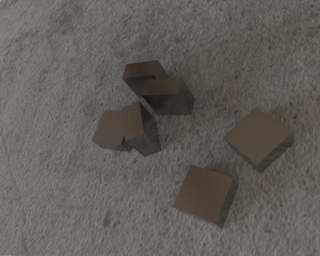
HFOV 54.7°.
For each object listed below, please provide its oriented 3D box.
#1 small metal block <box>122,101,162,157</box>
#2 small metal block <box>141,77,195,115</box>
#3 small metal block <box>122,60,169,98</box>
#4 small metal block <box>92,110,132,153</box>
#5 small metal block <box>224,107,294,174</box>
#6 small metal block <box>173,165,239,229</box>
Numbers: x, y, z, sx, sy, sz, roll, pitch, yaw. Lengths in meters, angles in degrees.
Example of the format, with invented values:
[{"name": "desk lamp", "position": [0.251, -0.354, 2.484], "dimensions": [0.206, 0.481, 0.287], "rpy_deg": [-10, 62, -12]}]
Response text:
[{"name": "small metal block", "position": [-0.023, 0.002, 0.398], "dimensions": [0.025, 0.050, 0.050], "rpy_deg": [-21, 54, 15]}, {"name": "small metal block", "position": [0.012, -0.040, 0.405], "dimensions": [0.050, 0.050, 0.025], "rpy_deg": [1, 63, 28]}, {"name": "small metal block", "position": [-0.017, -0.067, 0.437], "dimensions": [0.050, 0.050, 0.025], "rpy_deg": [-1, 62, 27]}, {"name": "small metal block", "position": [-0.060, 0.004, 0.431], "dimensions": [0.050, 0.025, 0.050], "rpy_deg": [6, 64, 30]}, {"name": "small metal block", "position": [0.108, 0.013, 0.339], "dimensions": [0.050, 0.025, 0.050], "rpy_deg": [-43, 51, -2]}, {"name": "small metal block", "position": [0.050, 0.073, 0.332], "dimensions": [0.050, 0.025, 0.050], "rpy_deg": [14, 69, 33]}]
